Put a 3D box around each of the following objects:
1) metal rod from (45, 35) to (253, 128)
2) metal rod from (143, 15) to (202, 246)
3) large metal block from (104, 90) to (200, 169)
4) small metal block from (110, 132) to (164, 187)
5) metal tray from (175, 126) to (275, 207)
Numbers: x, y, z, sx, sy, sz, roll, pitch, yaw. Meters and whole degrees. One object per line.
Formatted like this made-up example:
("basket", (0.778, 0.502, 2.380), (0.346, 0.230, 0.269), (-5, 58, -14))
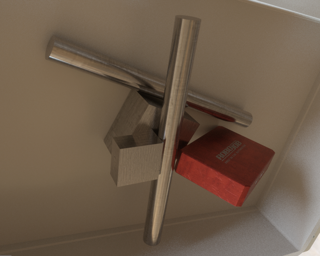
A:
("metal rod", (0.012, -0.045, 0.388), (0.302, 0.025, 0.025), (15, 110, -35))
("metal rod", (0.008, 0.025, 0.364), (0.025, 0.025, 0.298), (-6, 121, -26))
("large metal block", (-0.011, 0.006, 0.390), (0.080, 0.050, 0.080), (19, 108, -36))
("small metal block", (-0.027, 0.035, 0.350), (0.050, 0.025, 0.050), (-7, 121, -26))
("metal tray", (0.089, 0.043, 0.408), (0.131, 0.090, 0.030), (-25, 136, -55))
